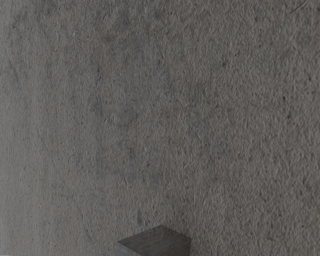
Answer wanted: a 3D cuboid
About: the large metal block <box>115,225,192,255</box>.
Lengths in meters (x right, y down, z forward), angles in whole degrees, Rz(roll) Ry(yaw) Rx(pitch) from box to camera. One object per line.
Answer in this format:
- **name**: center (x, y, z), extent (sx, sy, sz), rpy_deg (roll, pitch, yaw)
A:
- **large metal block**: center (-0.010, 0.175, 0.377), extent (0.050, 0.081, 0.079), rpy_deg (11, 97, 39)
